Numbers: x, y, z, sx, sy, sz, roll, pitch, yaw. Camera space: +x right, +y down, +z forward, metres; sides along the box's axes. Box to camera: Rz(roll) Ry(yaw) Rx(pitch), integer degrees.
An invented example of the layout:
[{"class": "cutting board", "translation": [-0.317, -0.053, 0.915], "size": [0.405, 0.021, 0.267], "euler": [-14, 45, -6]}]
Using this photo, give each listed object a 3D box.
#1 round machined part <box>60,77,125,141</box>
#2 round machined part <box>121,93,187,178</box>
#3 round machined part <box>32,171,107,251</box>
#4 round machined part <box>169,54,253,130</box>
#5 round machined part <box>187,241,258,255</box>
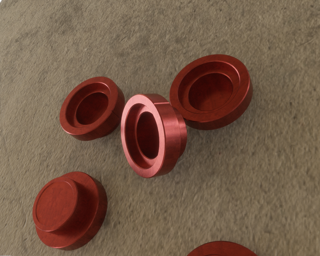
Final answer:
[{"class": "round machined part", "translation": [-0.094, -0.024, 0.455], "size": [0.098, 0.042, 0.098], "euler": [-13, 56, 20]}, {"class": "round machined part", "translation": [-0.005, 0.008, 0.368], "size": [0.098, 0.042, 0.097], "euler": [13, 106, 54]}, {"class": "round machined part", "translation": [-0.120, 0.100, 0.393], "size": [0.098, 0.042, 0.098], "euler": [-13, 56, 20]}, {"class": "round machined part", "translation": [0.065, -0.040, 0.383], "size": [0.098, 0.042, 0.098], "euler": [-13, 56, 20]}, {"class": "round machined part", "translation": [0.054, 0.150, 0.272], "size": [0.098, 0.042, 0.098], "euler": [-13, 56, 20]}]
